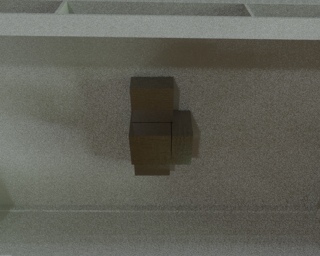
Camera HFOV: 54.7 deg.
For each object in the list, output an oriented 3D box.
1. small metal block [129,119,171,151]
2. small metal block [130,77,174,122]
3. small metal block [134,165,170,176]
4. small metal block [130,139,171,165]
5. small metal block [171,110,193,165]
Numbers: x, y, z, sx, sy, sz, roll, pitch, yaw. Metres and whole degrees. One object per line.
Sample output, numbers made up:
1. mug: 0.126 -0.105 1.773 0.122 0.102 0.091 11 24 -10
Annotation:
1. small metal block: -0.012 0.003 0.392 0.050 0.050 0.025 0 130 0
2. small metal block: -0.009 -0.034 0.377 0.050 0.025 0.050 0 130 0
3. small metal block: -0.011 0.042 0.442 0.050 0.025 0.050 0 130 0
4. small metal block: -0.011 0.021 0.408 0.050 0.050 0.025 0 130 0
5. small metal block: 0.027 0.012 0.401 0.025 0.050 0.050 0 130 0
